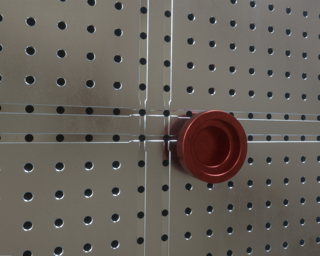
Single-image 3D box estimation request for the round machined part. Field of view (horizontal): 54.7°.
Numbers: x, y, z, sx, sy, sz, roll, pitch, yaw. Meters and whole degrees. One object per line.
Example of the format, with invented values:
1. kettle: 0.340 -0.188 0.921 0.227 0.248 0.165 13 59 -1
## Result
1. round machined part: 0.068 0.025 0.430 0.099 0.042 0.097 0 90 -21
